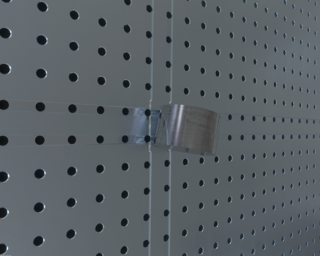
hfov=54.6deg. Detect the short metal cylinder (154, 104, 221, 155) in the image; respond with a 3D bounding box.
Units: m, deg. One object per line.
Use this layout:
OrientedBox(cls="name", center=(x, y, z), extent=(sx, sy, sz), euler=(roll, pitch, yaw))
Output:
OrientedBox(cls="short metal cylinder", center=(0.035, 0.004, 0.402), extent=(0.080, 0.080, 0.050), euler=(17, 80, -39))
